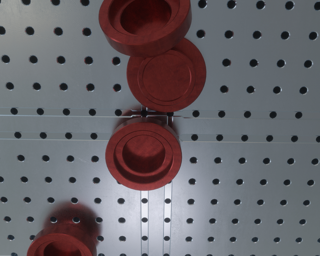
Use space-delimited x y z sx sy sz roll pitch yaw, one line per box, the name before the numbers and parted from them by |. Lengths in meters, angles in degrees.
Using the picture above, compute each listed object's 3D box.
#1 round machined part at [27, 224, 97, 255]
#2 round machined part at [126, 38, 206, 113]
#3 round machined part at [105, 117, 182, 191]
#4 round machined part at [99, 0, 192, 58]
round machined part | -0.145 0.187 0.472 0.099 0.042 0.097 0 110 0
round machined part | 0.008 -0.065 0.380 0.099 0.042 0.097 0 110 0
round machined part | -0.021 0.031 0.416 0.099 0.042 0.097 0 110 0
round machined part | -0.014 -0.117 0.343 0.098 0.098 0.042 -13 153 5
